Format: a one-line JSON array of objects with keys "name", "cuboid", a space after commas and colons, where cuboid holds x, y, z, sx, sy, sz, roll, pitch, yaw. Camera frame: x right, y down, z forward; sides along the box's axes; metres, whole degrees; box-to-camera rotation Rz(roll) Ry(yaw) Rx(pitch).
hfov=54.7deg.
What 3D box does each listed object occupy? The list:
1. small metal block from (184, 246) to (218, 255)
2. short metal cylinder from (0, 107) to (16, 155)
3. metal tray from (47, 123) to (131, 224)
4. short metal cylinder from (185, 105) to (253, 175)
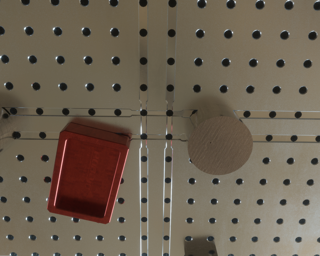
[{"name": "small metal block", "cuboid": [0.067, 0.219, 0.495, 0.050, 0.025, 0.050, -7, 110, 2]}, {"name": "short metal cylinder", "cuboid": [-0.239, 0.009, 0.401, 0.081, 0.050, 0.079, 0, 110, 0]}, {"name": "metal tray", "cuboid": [-0.100, 0.066, 0.433, 0.091, 0.030, 0.129, 14, 109, -6]}, {"name": "short metal cylinder", "cuboid": [0.075, 0.014, 0.406, 0.081, 0.050, 0.079, 0, 110, 0]}]
